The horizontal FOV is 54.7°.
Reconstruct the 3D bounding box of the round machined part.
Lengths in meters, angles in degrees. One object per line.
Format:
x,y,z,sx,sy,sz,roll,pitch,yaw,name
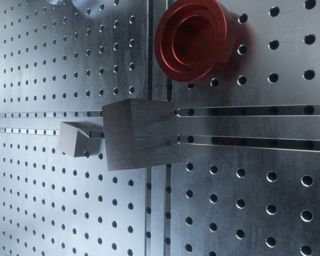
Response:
0.044,-0.100,0.362,0.098,0.042,0.097,0,90,40,round machined part

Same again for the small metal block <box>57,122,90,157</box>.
-0.149,0.019,0.533,0.050,0.025,0.050,17,101,38,small metal block

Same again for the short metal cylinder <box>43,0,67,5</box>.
-0.176,-0.257,0.519,0.050,0.081,0.080,-17,79,39,short metal cylinder

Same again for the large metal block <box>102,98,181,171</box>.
-0.022,0.009,0.392,0.050,0.081,0.080,-11,83,39,large metal block
